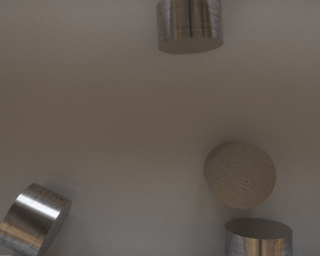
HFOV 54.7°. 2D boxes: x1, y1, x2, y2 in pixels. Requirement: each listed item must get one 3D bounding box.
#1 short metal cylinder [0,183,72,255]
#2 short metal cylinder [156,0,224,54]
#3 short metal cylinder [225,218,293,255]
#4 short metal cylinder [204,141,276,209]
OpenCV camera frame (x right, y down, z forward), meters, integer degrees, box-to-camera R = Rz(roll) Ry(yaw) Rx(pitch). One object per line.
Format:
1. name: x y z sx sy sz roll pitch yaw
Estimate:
1. short metal cylinder: -0.152 0.115 0.383 0.050 0.080 0.080 26 90 0
2. short metal cylinder: 0.037 -0.126 0.384 0.080 0.080 0.050 -3 90 0
3. short metal cylinder: 0.122 0.149 0.385 0.081 0.080 0.050 0 90 0
4. short metal cylinder: 0.100 0.058 0.400 0.081 0.050 0.080 0 90 0
